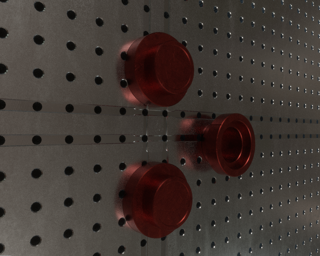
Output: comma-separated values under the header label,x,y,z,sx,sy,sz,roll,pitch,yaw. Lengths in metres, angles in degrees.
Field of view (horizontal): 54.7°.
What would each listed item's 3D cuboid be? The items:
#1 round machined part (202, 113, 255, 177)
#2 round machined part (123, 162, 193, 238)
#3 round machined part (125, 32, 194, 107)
label,x,y,z,sx,sy,sz,roll,pitch,yaw
round machined part,0.104,0.026,0.488,0.099,0.042,0.097,0,90,-40
round machined part,0.004,0.095,0.404,0.099,0.042,0.097,0,90,-40
round machined part,0.007,-0.077,0.406,0.099,0.042,0.097,0,90,-40
